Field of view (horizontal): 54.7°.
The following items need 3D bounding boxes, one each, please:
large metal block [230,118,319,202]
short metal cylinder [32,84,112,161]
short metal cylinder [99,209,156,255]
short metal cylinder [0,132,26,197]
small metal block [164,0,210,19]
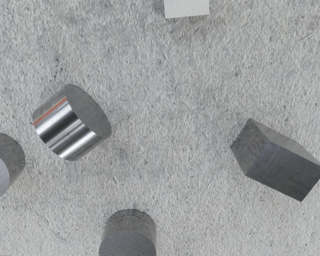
[{"bbox_3d":[0.146,0.038,0.396,0.080,0.080,0.050,26,108,-9],"label":"large metal block"},{"bbox_3d":[-0.105,-0.007,0.377,0.050,0.080,0.080,-36,106,12],"label":"short metal cylinder"},{"bbox_3d":[-0.045,0.168,0.458,0.081,0.050,0.079,0,110,0],"label":"short metal cylinder"},{"bbox_3d":[-0.230,0.050,0.413,0.081,0.050,0.079,0,110,0],"label":"short metal cylinder"},{"bbox_3d":[0.029,-0.154,0.353,0.050,0.025,0.050,-5,110,2],"label":"small metal block"}]
